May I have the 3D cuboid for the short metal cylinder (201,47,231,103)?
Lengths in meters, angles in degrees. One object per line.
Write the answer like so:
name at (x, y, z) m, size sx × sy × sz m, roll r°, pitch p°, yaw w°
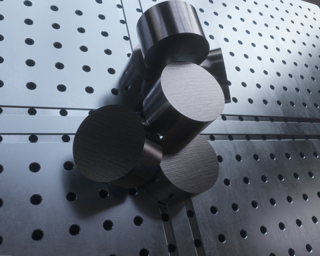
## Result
short metal cylinder at (0.069, -0.071, 0.444) m, size 0.050 × 0.080 × 0.080 m, roll -11°, pitch 60°, yaw 12°

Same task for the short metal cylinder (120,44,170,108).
short metal cylinder at (-0.010, -0.073, 0.431) m, size 0.081 × 0.050 × 0.080 m, roll 13°, pitch 57°, yaw -21°

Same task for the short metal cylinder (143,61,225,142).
short metal cylinder at (0.027, -0.030, 0.360) m, size 0.081 × 0.050 × 0.080 m, roll 14°, pitch 56°, yaw -21°

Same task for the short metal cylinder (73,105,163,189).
short metal cylinder at (-0.044, 0.021, 0.329) m, size 0.050 × 0.080 × 0.080 m, roll 42°, pitch 29°, yaw -63°

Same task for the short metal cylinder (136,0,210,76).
short metal cylinder at (0.015, -0.107, 0.380) m, size 0.081 × 0.080 × 0.050 m, roll 0°, pitch 62°, yaw -28°

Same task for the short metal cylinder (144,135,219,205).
short metal cylinder at (0.023, 0.047, 0.375) m, size 0.081 × 0.050 × 0.080 m, roll 14°, pitch 57°, yaw -21°
